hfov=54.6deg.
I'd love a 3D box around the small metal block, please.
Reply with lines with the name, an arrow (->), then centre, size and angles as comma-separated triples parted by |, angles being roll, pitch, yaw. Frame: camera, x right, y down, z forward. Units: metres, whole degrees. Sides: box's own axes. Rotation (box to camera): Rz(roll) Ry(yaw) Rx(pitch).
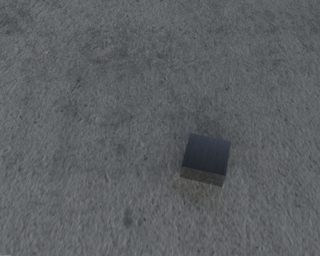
small metal block -> 0.055, 0.038, 0.372 | 0.050, 0.025, 0.050 | 12, 51, 10
